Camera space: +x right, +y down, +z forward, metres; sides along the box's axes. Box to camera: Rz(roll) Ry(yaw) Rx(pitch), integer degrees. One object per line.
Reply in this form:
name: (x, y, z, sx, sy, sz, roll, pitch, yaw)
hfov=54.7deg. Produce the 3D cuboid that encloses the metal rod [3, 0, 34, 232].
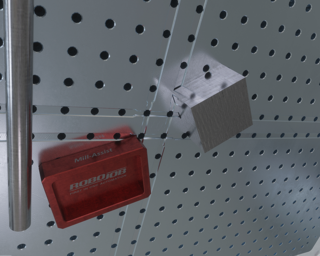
metal rod: (-0.147, -0.010, 0.324, 0.025, 0.025, 0.298, -2, 120, -28)

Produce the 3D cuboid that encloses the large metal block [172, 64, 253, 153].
large metal block: (0.072, -0.026, 0.419, 0.080, 0.050, 0.080, -30, 129, -10)

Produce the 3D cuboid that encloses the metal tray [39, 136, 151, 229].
metal tray: (-0.080, 0.071, 0.408, 0.131, 0.030, 0.089, -17, 125, -19)
